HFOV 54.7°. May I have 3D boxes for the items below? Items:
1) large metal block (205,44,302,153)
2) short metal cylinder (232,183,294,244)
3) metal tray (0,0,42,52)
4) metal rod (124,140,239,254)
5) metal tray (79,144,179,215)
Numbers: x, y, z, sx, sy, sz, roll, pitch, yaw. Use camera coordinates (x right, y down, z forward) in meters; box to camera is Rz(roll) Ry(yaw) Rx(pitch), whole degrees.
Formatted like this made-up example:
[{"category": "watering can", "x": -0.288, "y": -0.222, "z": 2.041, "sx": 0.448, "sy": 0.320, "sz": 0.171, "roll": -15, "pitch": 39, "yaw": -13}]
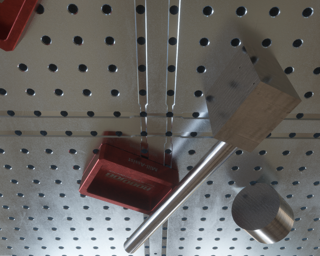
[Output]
[{"category": "large metal block", "x": 0.098, "y": -0.034, "z": 0.348, "sx": 0.050, "sy": 0.080, "sz": 0.080, "roll": 21, "pitch": 127, "yaw": -17}, {"category": "short metal cylinder", "x": 0.162, "y": 0.135, "z": 0.492, "sx": 0.080, "sy": 0.080, "sz": 0.050, "roll": -32, "pitch": 123, "yaw": 24}, {"category": "metal tray", "x": -0.180, "y": -0.142, "z": 0.284, "sx": 0.131, "sy": 0.030, "sz": 0.090, "roll": 30, "pitch": 124, "yaw": -23}, {"category": "metal rod", "x": 0.019, "y": 0.112, "z": 0.466, "sx": 0.025, "sy": 0.025, "sz": 0.298, "roll": 23, "pitch": 126, "yaw": -18}, {"category": "metal tray", "x": -0.047, "y": 0.084, "z": 0.478, "sx": 0.131, "sy": 0.030, "sz": 0.089, "roll": 23, "pitch": 126, "yaw": -19}]
